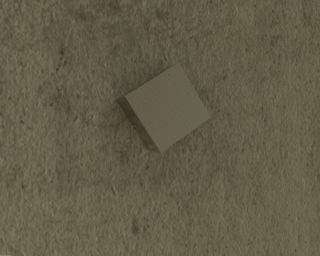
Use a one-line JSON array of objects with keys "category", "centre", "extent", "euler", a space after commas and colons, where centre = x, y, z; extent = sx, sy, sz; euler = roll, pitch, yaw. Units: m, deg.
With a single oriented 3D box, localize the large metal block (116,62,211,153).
[{"category": "large metal block", "centre": [0.004, -0.025, 0.397], "extent": [0.080, 0.050, 0.080], "euler": [-35, 101, -17]}]
